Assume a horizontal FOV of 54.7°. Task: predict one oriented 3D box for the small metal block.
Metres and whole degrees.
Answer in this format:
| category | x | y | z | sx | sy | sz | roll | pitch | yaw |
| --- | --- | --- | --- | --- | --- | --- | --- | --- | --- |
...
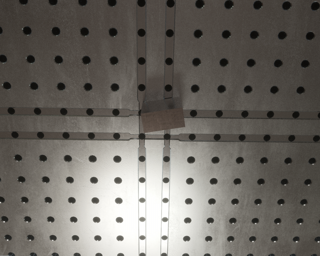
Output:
| category | x | y | z | sx | sy | sz | roll | pitch | yaw |
| --- | --- | --- | --- | --- | --- | --- | --- | --- | --- |
| small metal block | 0.004 | -0.018 | 0.394 | 0.050 | 0.050 | 0.025 | -8 | 110 | 3 |
